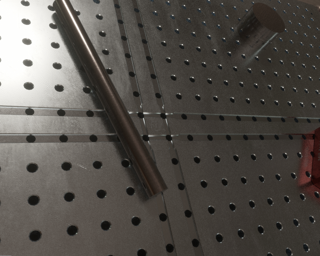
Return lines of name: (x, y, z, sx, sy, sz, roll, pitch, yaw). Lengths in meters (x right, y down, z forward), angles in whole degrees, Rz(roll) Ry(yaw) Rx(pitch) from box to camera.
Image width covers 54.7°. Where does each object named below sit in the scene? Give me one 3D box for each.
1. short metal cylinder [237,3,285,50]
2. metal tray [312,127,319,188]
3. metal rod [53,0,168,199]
short metal cylinder: (0.206, -0.208, 0.633, 0.081, 0.050, 0.080, 14, 56, -21)
metal tray: (0.314, 0.062, 0.539, 0.090, 0.030, 0.130, 33, 51, -7)
metal rod: (-0.071, -0.050, 0.401, 0.025, 0.025, 0.299, -18, 71, -35)
